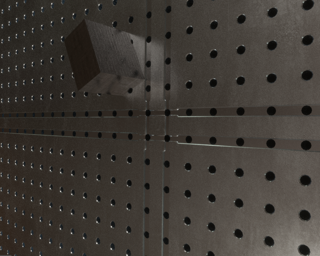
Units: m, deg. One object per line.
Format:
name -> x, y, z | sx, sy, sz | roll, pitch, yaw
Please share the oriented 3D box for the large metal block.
large metal block -> -0.077, -0.095, 0.435 | 0.050, 0.081, 0.080 | -30, 72, 36
